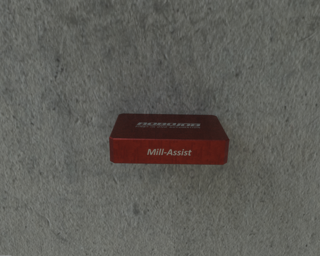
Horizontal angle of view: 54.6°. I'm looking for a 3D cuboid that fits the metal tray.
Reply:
[{"bbox_3d":[0.010,0.011,0.379,0.131,0.090,0.030,1,110,-1],"label":"metal tray"}]
